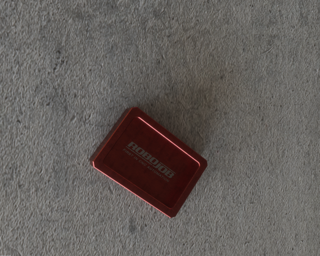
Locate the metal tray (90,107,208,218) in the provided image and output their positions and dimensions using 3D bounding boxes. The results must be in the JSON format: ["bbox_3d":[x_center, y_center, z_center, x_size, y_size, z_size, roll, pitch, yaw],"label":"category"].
[{"bbox_3d":[-0.012,0.045,0.404,0.130,0.030,0.090,38,78,-17],"label":"metal tray"}]
